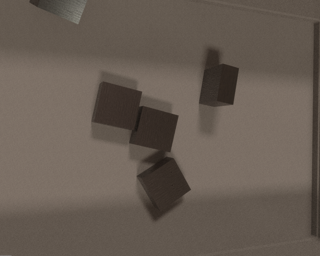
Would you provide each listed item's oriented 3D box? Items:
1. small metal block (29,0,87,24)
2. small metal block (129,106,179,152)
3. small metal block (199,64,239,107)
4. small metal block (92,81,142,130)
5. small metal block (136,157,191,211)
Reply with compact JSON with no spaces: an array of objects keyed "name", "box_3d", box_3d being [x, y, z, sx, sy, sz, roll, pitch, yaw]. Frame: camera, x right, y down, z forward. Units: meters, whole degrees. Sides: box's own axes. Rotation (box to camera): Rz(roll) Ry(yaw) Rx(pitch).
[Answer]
[{"name":"small metal block","box_3d":[-0.111,-0.153,0.350,0.050,0.025,0.050,10,111,-48]},{"name":"small metal block","box_3d":[-0.008,0.002,0.409,0.050,0.025,0.050,14,85,-20]},{"name":"small metal block","box_3d":[0.080,-0.057,0.428,0.025,0.050,0.050,11,86,-20]},{"name":"small metal block","box_3d":[-0.055,-0.027,0.391,0.050,0.025,0.050,13,86,-20]},{"name":"small metal block","box_3d":[0.005,0.073,0.414,0.050,0.025,0.050,-32,101,-18]}]
